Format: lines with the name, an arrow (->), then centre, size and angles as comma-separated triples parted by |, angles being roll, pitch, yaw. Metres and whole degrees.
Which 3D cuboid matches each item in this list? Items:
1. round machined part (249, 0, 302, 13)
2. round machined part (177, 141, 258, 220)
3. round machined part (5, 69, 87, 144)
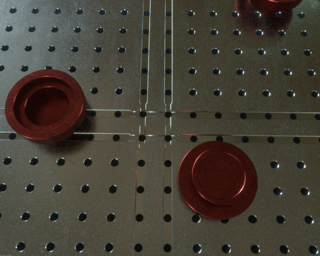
round machined part -> 0.178, -0.221, 0.486 | 0.099, 0.042, 0.098 | 0, 70, -1
round machined part -> 0.072, 0.062, 0.381 | 0.099, 0.042, 0.098 | 0, 70, 0
round machined part -> -0.146, -0.025, 0.410 | 0.099, 0.042, 0.098 | 0, 70, -1
